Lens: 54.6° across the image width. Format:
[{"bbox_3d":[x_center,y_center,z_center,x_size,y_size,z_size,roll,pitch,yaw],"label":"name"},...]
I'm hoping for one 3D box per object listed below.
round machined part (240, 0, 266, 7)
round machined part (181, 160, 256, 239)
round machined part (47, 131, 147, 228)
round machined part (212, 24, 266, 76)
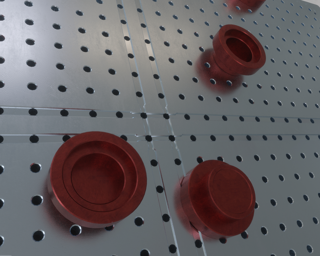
[{"bbox_3d":[0.208,-0.327,0.707,0.099,0.042,0.098,13,56,-21],"label":"round machined part"},{"bbox_3d":[0.079,0.084,0.388,0.099,0.042,0.098,13,56,-21],"label":"round machined part"},{"bbox_3d":[-0.067,0.056,0.327,0.099,0.042,0.098,13,56,-21],"label":"round machined part"},{"bbox_3d":[0.135,-0.132,0.549,0.099,0.042,0.098,13,56,-21],"label":"round machined part"}]
